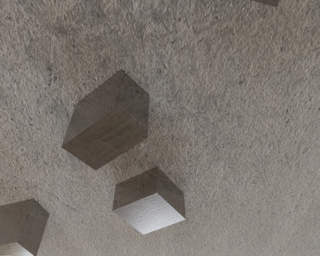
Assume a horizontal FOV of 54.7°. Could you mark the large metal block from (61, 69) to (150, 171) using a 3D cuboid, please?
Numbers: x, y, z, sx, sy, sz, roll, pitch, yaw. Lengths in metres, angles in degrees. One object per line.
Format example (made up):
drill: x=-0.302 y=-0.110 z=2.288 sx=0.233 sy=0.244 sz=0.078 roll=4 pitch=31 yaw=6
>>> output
large metal block: x=-0.060 y=-0.010 z=0.362 sx=0.080 sy=0.080 sz=0.050 roll=-32 pitch=123 yaw=24

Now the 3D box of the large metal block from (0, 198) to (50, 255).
large metal block: x=-0.243 y=0.172 z=0.515 sx=0.080 sy=0.080 sz=0.050 roll=-15 pitch=129 yaw=12

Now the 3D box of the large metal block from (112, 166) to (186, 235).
large metal block: x=-0.016 y=0.117 z=0.490 sx=0.080 sy=0.050 sz=0.080 roll=-27 pitch=126 yaw=21

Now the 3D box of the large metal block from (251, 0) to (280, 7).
large metal block: x=0.072 y=-0.158 z=0.257 sx=0.081 sy=0.050 sz=0.079 roll=11 pitch=129 yaw=-10
